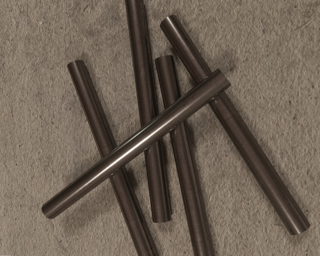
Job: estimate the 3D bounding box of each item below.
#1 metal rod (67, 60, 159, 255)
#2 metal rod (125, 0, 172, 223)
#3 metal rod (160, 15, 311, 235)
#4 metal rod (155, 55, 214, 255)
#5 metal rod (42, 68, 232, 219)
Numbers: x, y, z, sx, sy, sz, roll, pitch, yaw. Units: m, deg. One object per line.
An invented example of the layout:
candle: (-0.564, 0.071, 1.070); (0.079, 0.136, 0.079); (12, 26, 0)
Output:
metal rod: (-0.067, 0.044, 0.431); (0.025, 0.025, 0.299); (-25, 82, 18)
metal rod: (-0.016, -0.027, 0.413); (0.025, 0.025, 0.298); (-8, 87, 19)
metal rod: (0.085, -0.012, 0.378); (0.025, 0.025, 0.299); (-33, 80, 17)
metal rod: (0.035, 0.055, 0.396); (0.025, 0.025, 0.298); (-13, 86, 19)
metal rod: (-0.040, 0.029, 0.394); (0.300, 0.025, 0.025); (-37, 78, 15)
